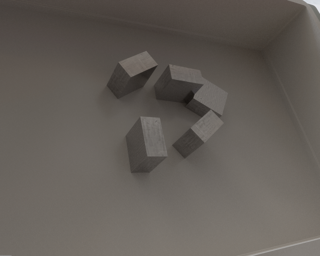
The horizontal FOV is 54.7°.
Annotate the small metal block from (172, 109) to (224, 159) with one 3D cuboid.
[{"bbox_3d":[0.050,0.008,0.414,0.025,0.050,0.050,47,51,4],"label":"small metal block"}]

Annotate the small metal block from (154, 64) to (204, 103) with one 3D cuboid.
[{"bbox_3d":[0.026,-0.062,0.443,0.050,0.050,0.025,5,60,-26],"label":"small metal block"}]

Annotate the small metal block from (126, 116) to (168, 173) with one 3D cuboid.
[{"bbox_3d":[-0.018,0.021,0.369,0.025,0.050,0.050,3,61,-27],"label":"small metal block"}]

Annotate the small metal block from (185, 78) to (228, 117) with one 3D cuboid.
[{"bbox_3d":[0.072,-0.043,0.472,0.050,0.025,0.050,30,52,-10],"label":"small metal block"}]

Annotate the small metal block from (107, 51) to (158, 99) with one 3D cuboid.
[{"bbox_3d":[-0.037,-0.071,0.414,0.050,0.050,0.025,-33,81,-38],"label":"small metal block"}]
